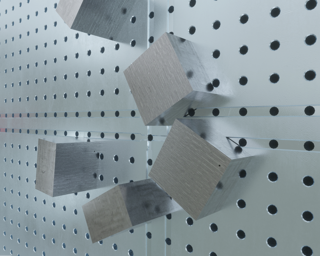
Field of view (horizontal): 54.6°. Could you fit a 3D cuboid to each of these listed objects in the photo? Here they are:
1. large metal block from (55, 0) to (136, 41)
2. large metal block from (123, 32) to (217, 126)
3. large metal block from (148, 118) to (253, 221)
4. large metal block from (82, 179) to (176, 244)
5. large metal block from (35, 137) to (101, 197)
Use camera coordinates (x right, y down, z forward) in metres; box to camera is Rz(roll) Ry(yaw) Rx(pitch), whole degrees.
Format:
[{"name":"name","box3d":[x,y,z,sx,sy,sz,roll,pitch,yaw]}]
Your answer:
[{"name":"large metal block","box3d":[-0.090,-0.182,0.449,0.050,0.081,0.080,50,120,28]},{"name":"large metal block","box3d":[0.010,-0.057,0.386,0.080,0.050,0.080,-35,68,34]},{"name":"large metal block","box3d":[0.044,0.044,0.357,0.080,0.050,0.080,39,114,33]},{"name":"large metal block","box3d":[-0.041,0.106,0.409,0.080,0.081,0.050,-34,69,35]},{"name":"large metal block","box3d":[-0.146,0.058,0.496,0.050,0.081,0.080,9,96,40]}]
